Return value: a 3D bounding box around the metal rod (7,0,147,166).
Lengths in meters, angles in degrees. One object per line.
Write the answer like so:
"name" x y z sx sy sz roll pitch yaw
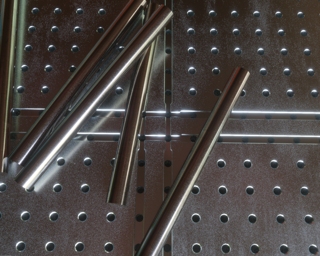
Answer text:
"metal rod" -0.107 -0.078 0.438 0.025 0.025 0.300 29 72 9

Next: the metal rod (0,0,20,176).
"metal rod" -0.219 -0.082 0.438 0.025 0.025 0.299 -5 70 -2

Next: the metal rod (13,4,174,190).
"metal rod" -0.081 -0.048 0.411 0.025 0.025 0.300 36 80 11

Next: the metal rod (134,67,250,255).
"metal rod" 0.044 0.045 0.395 0.025 0.025 0.300 27 72 9

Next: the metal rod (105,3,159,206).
"metal rod" -0.031 -0.046 0.428 0.025 0.025 0.299 8 70 3
